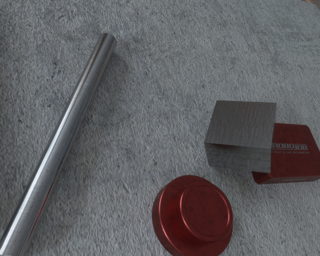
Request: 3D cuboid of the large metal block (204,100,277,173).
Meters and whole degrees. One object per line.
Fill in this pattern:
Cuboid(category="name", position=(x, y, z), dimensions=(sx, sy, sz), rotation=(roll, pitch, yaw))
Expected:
Cuboid(category="large metal block", position=(0.111, 0.009, 0.419), dimensions=(0.080, 0.050, 0.080), rotation=(5, 49, 22))

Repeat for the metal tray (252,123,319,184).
Cuboid(category="metal tray", position=(0.194, 0.038, 0.485), dimensions=(0.131, 0.030, 0.090), rotation=(3, 61, -27))

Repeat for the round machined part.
Cuboid(category="round machined part", position=(0.044, 0.100, 0.357), dimensions=(0.099, 0.042, 0.098), rotation=(14, 56, -21))

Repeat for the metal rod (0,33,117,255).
Cuboid(category="metal rod", position=(-0.102, -0.006, 0.353), dimensions=(0.025, 0.025, 0.300), rotation=(24, 53, -14))
